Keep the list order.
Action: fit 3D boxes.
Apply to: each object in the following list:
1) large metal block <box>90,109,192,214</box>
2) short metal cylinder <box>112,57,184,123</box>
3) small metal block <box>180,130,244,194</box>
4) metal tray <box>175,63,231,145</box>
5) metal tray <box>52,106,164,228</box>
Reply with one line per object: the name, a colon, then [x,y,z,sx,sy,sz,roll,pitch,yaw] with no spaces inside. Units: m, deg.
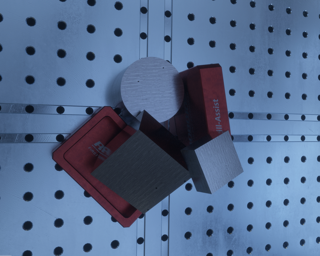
large metal block: [-0.019,0.040,0.360,0.080,0.050,0.080,41,112,-16]
short metal cylinder: [-0.016,-0.046,0.394,0.081,0.050,0.079,0,90,-21]
small metal block: [0.057,0.036,0.335,0.050,0.025,0.050,-27,100,-30]
metal tray: [0.051,-0.010,0.398,0.030,0.090,0.129,-10,94,-20]
metal tray: [-0.057,0.048,0.389,0.090,0.030,0.130,-45,104,-15]
